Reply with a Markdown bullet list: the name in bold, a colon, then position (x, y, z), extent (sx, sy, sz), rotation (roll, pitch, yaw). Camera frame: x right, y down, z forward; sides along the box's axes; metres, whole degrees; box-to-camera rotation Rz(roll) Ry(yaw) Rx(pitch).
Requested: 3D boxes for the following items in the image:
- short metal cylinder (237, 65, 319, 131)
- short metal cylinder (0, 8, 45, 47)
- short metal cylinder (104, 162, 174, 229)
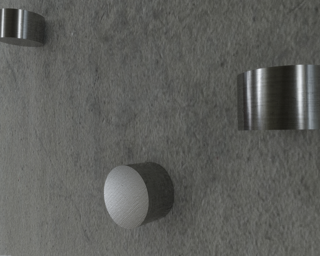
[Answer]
- **short metal cylinder**: position (0.111, -0.023, 0.277), extent (0.080, 0.081, 0.050), rotation (-2, 89, 39)
- **short metal cylinder**: position (-0.259, -0.185, 0.579), extent (0.080, 0.081, 0.050), rotation (6, 94, 39)
- **short metal cylinder**: position (-0.028, 0.087, 0.410), extent (0.080, 0.050, 0.079), rotation (0, 90, 39)
